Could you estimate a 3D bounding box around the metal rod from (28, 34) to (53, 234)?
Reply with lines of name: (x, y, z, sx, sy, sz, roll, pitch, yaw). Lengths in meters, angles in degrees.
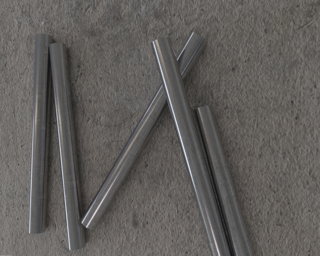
metal rod: (-0.182, 0.009, 0.473, 0.025, 0.025, 0.298, 3, 91, 20)

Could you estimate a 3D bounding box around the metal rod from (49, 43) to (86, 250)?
metal rod: (-0.137, 0.025, 0.457, 0.025, 0.025, 0.298, -7, 88, 20)

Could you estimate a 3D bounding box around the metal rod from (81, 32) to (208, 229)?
metal rod: (-0.026, 0.011, 0.417, 0.025, 0.025, 0.299, 34, 101, 16)

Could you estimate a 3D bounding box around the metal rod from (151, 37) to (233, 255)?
metal rod: (0.042, 0.038, 0.378, 0.025, 0.025, 0.298, -16, 91, 19)

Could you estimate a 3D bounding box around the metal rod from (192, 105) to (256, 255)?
metal rod: (0.092, 0.118, 0.376, 0.025, 0.025, 0.299, -17, 84, 19)
